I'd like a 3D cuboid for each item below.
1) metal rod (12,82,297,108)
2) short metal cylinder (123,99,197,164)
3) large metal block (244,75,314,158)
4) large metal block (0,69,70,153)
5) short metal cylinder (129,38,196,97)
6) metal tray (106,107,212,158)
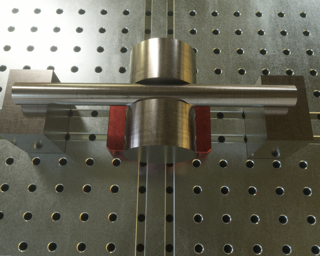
[{"bbox_3d":[-0.006,-0.036,0.339,0.302,0.025,0.025,1,70,0],"label":"metal rod"},{"bbox_3d":[0.001,0.007,0.348,0.080,0.080,0.050,1,70,0],"label":"short metal cylinder"},{"bbox_3d":[0.142,-0.011,0.386,0.050,0.080,0.080,1,70,0],"label":"large metal block"},{"bbox_3d":[-0.151,-0.018,0.387,0.050,0.080,0.080,1,70,0],"label":"large metal block"},{"bbox_3d":[0.003,-0.064,0.374,0.080,0.080,0.050,1,70,0],"label":"short metal cylinder"},{"bbox_3d":[0.000,-0.008,0.412,0.131,0.030,0.090,1,70,0],"label":"metal tray"}]
